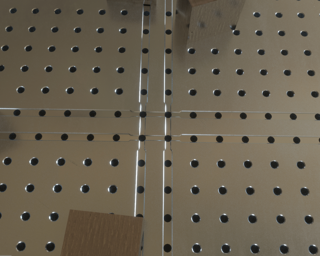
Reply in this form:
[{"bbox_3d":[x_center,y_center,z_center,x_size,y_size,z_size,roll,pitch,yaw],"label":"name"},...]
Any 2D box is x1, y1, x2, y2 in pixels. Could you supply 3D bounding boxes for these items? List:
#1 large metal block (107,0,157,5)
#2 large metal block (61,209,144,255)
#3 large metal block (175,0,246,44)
[{"bbox_3d":[-0.042,-0.247,0.488,0.080,0.050,0.080,5,70,1],"label":"large metal block"},{"bbox_3d":[-0.063,0.139,0.347,0.080,0.050,0.080,6,70,2],"label":"large metal block"},{"bbox_3d":[0.071,-0.176,0.448,0.081,0.080,0.050,-18,71,-7],"label":"large metal block"}]
